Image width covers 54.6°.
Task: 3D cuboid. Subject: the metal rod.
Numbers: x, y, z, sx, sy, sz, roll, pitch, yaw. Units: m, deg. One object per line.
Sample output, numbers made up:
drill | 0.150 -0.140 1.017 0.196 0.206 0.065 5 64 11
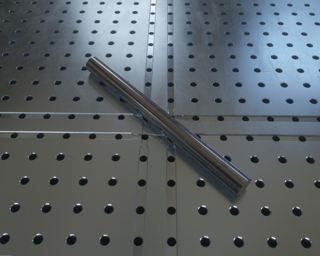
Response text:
metal rod | -0.006 -0.017 0.423 0.025 0.025 0.300 -35 58 -26
